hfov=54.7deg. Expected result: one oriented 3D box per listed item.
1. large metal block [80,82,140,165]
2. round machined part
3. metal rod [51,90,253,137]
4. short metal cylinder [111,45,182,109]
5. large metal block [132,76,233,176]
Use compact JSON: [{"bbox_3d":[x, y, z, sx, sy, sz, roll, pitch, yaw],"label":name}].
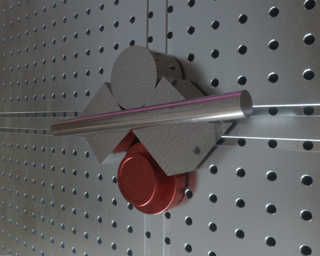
[{"bbox_3d":[-0.063,-0.006,0.439,0.080,0.050,0.080,-47,64,29],"label":"large metal block"},{"bbox_3d":[-0.018,0.065,0.408,0.098,0.042,0.097,0,90,40],"label":"round machined part"},{"bbox_3d":[-0.038,-0.010,0.368,0.300,0.025,0.025,-6,86,40],"label":"metal rod"},{"bbox_3d":[-0.018,-0.062,0.403,0.080,0.050,0.079,0,90,40],"label":"short metal cylinder"},{"bbox_3d":[0.023,-0.003,0.366,0.080,0.050,0.080,50,120,28],"label":"large metal block"}]
